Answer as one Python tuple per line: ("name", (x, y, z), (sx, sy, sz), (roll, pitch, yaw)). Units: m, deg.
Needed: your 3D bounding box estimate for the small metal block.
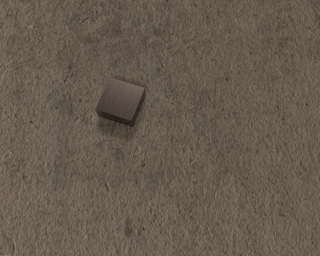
("small metal block", (-0.052, -0.035, 0.420), (0.050, 0.025, 0.050), (18, 71, 6))
